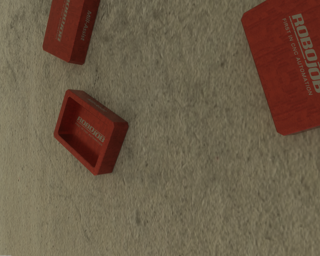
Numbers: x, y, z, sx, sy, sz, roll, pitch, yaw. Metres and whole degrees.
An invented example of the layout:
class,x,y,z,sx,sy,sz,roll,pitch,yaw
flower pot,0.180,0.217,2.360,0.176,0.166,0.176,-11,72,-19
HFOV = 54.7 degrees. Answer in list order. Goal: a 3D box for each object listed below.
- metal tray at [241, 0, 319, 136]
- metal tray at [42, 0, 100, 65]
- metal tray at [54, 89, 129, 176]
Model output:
class,x,y,z,sx,sy,sz,roll,pitch,yaw
metal tray,0.138,-0.066,0.287,0.090,0.030,0.129,-22,76,37
metal tray,-0.151,-0.182,0.523,0.090,0.030,0.129,29,108,36
metal tray,-0.114,0.004,0.492,0.130,0.030,0.089,34,111,34
